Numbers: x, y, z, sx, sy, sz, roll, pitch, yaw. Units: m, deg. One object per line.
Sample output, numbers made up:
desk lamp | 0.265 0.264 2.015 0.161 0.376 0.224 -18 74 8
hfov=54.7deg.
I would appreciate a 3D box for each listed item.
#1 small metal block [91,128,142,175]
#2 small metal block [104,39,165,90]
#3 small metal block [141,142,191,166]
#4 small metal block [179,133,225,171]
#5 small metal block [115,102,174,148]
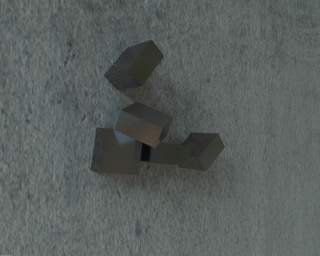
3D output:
small metal block | -0.050 0.028 0.365 0.050 0.025 0.050 11 83 -40
small metal block | -0.031 -0.073 0.364 0.025 0.050 0.050 49 61 -30
small metal block | 0.002 0.032 0.393 0.050 0.050 0.025 9 84 -40
small metal block | 0.054 0.032 0.436 0.050 0.050 0.025 -45 118 -31
small metal block | -0.017 -0.005 0.361 0.050 0.050 0.025 -44 157 -68
